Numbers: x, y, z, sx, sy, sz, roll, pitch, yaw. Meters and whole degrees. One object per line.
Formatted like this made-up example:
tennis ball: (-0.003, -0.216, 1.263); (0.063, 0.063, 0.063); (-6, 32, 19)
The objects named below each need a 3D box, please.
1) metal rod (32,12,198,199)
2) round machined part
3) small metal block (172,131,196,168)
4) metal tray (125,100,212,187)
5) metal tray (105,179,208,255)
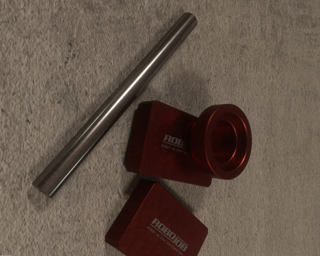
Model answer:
metal rod: (-0.037, -0.045, 0.374); (0.025, 0.025, 0.301); (52, 60, -28)
round machined part: (0.076, 0.018, 0.411); (0.099, 0.042, 0.097); (0, 90, -41)
small metal block: (0.029, 0.031, 0.432); (0.050, 0.025, 0.050); (12, 82, -40)
metal tray: (0.022, 0.025, 0.413); (0.131, 0.030, 0.090); (19, 78, -39)
metal tray: (0.002, 0.139, 0.406); (0.130, 0.030, 0.090); (48, 62, -30)
